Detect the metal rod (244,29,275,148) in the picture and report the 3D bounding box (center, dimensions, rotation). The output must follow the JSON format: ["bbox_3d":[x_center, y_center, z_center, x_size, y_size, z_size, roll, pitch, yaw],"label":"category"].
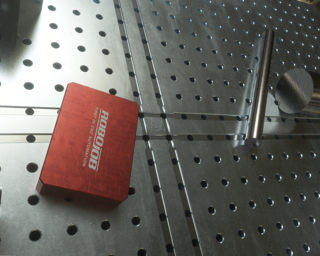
[{"bbox_3d":[0.186,-0.088,0.564,0.025,0.025,0.300,30,52,-10],"label":"metal rod"}]

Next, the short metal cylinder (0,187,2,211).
[{"bbox_3d":[-0.153,0.086,0.238,0.050,0.080,0.080,5,60,-26],"label":"short metal cylinder"}]

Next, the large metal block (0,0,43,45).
[{"bbox_3d":[-0.180,-0.164,0.377,0.050,0.080,0.080,24,53,-14],"label":"large metal block"}]

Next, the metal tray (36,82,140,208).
[{"bbox_3d":[-0.077,0.017,0.354,0.091,0.030,0.130,17,55,-19],"label":"metal tray"}]

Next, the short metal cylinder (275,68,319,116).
[{"bbox_3d":[0.255,-0.063,0.552,0.050,0.080,0.080,5,60,-26],"label":"short metal cylinder"}]
